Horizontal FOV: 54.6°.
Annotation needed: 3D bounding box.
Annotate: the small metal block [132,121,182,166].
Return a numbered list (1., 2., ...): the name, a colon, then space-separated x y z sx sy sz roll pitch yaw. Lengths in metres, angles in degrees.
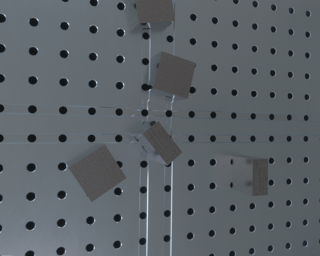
1. small metal block: -0.005 0.018 0.397 0.025 0.050 0.050 -41 103 -15

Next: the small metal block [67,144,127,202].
1. small metal block: -0.078 0.054 0.384 0.050 0.025 0.050 -34 101 -17

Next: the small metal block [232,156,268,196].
1. small metal block: 0.129 0.067 0.446 0.025 0.050 0.050 1 90 -20

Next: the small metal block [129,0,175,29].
1. small metal block: -0.012 -0.160 0.408 0.050 0.025 0.050 -11 94 -20

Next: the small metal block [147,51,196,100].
1. small metal block: 0.016 -0.069 0.418 0.050 0.025 0.050 15 85 -20
